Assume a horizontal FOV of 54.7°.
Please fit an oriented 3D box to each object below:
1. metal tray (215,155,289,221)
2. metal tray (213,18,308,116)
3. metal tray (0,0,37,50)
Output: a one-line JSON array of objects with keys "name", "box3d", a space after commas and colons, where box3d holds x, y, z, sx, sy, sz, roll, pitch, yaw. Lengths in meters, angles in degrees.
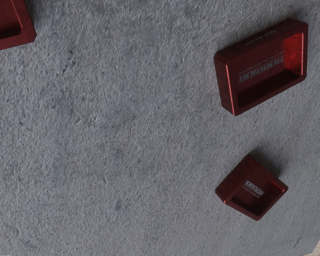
[{"name": "metal tray", "box3d": [0.170, 0.113, 0.566, 0.130, 0.030, 0.090, 34, 99, -39]}, {"name": "metal tray", "box3d": [0.143, -0.084, 0.429, 0.131, 0.030, 0.090, -27, 128, -11]}, {"name": "metal tray", "box3d": [-0.163, -0.122, 0.238, 0.091, 0.030, 0.129, -21, 127, -16]}]
